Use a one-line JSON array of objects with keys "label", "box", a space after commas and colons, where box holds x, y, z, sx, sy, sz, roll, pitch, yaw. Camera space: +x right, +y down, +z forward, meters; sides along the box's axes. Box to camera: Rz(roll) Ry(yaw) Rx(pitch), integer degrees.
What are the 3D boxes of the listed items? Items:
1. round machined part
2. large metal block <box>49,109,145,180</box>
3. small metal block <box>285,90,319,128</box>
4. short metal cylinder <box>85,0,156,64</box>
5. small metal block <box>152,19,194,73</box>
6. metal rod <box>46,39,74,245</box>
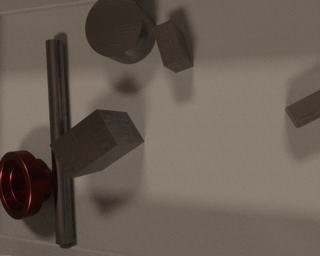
[{"label": "round machined part", "box": [-0.197, 0.081, 0.459, 0.098, 0.042, 0.097, 3, 94, 39]}, {"label": "large metal block", "box": [-0.080, 0.020, 0.408, 0.080, 0.080, 0.050, -35, 79, 16]}, {"label": "small metal block", "box": [0.168, -0.023, 0.338, 0.050, 0.050, 0.025, -30, 81, 17]}, {"label": "short metal cylinder", "box": [-0.051, -0.130, 0.414, 0.080, 0.050, 0.079, 0, 90, 19]}, {"label": "small metal block", "box": [0.018, -0.101, 0.390, 0.025, 0.050, 0.050, -18, 84, 19]}, {"label": "metal rod", "box": [-0.150, 0.020, 0.461, 0.025, 0.025, 0.298, -4, 89, 19]}]
